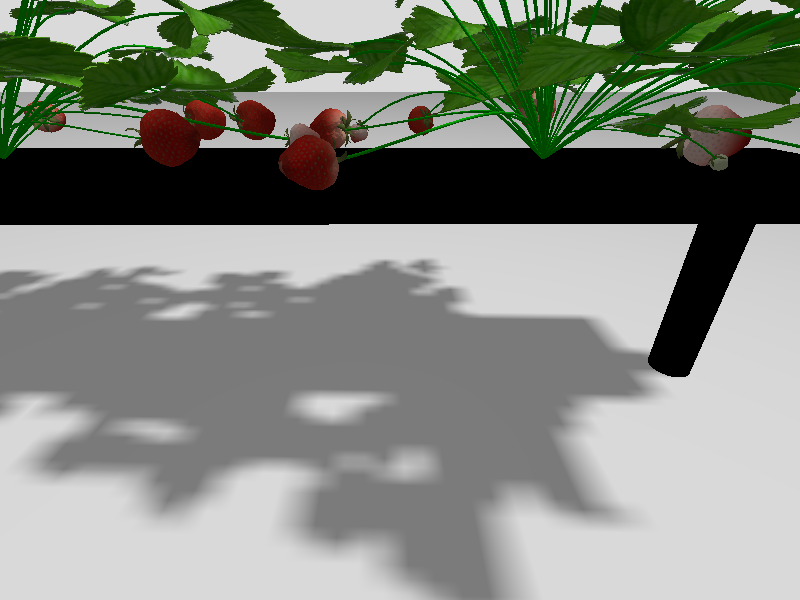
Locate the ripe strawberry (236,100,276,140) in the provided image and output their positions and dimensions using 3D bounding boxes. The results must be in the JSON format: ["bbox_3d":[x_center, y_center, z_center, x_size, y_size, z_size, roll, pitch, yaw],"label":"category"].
[{"bbox_3d":[-0.159,-0.201,0.447,0.041,0.040,0.038,-21,35,-34],"label":"ripe strawberry"}]

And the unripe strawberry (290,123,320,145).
[{"bbox_3d":[-0.083,-0.142,0.353,0.026,0.026,0.025,-3,29,-6],"label":"unripe strawberry"}]

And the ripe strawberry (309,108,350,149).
[{"bbox_3d":[-0.066,-0.160,0.373,0.035,0.035,0.038,7,30,14],"label":"ripe strawberry"}]

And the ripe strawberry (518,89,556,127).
[{"bbox_3d":[0.182,-0.254,0.534,0.048,0.050,0.052,7,29,13],"label":"ripe strawberry"}]

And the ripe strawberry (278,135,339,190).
[{"bbox_3d":[-0.053,-0.078,0.229,0.031,0.031,0.034,-18,34,-28],"label":"ripe strawberry"}]

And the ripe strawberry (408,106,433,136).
[{"bbox_3d":[0.023,-0.212,0.475,0.030,0.032,0.033,-16,14,-26],"label":"ripe strawberry"}]

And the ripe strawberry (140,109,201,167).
[{"bbox_3d":[-0.174,-0.124,0.308,0.042,0.041,0.039,4,29,6],"label":"ripe strawberry"}]

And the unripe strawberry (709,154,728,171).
[{"bbox_3d":[0.236,-0.101,0.295,0.011,0.011,0.011,-50,2,35],"label":"unripe strawberry"}]

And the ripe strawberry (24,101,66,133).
[{"bbox_3d":[-0.433,-0.225,0.491,0.038,0.035,0.035,-15,32,-25],"label":"ripe strawberry"}]

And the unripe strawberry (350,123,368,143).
[{"bbox_3d":[-0.043,-0.172,0.413,0.019,0.018,0.021,-48,-5,41],"label":"unripe strawberry"}]

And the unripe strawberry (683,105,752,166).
[{"bbox_3d":[0.244,-0.126,0.307,0.045,0.043,0.041,5,29,8],"label":"unripe strawberry"}]

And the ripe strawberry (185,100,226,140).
[{"bbox_3d":[-0.216,-0.203,0.450,0.039,0.041,0.042,21,35,33],"label":"ripe strawberry"}]
